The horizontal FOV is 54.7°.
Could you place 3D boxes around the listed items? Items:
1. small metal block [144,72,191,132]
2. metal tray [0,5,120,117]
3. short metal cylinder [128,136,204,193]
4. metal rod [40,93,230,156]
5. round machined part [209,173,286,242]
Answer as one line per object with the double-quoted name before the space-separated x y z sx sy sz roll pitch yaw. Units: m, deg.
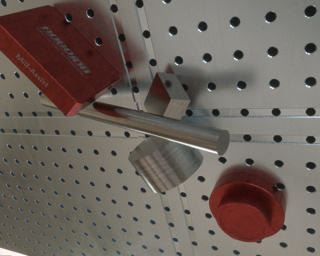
"small metal block" 0.007 -0.031 0.370 0.050 0.025 0.050 -64 36 38
"metal tray" -0.123 -0.085 0.379 0.130 0.090 0.030 46 129 -4
"short metal cylinder" 0.007 0.037 0.393 0.080 0.080 0.050 -24 106 36
"metal rod" -0.056 -0.015 0.382 0.300 0.025 0.025 14 126 37
"round machined part" 0.112 0.111 0.409 0.098 0.042 0.097 13 124 20
